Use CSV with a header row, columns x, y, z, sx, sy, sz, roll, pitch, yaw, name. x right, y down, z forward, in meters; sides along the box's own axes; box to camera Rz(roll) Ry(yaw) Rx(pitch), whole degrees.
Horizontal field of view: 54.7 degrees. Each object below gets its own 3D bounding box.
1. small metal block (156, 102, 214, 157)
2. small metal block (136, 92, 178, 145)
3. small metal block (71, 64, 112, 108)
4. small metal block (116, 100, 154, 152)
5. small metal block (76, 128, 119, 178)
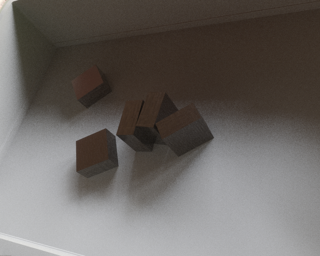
x,y,z,sx,sy,sz,roll,pitch,yaw,name
0.031,0.003,0.372,0.050,0.050,0.025,-30,52,9,small metal block
-0.001,-0.012,0.397,0.025,0.050,0.050,5,64,30,small metal block
-0.112,-0.069,0.507,0.050,0.025,0.050,-33,51,6,small metal block
-0.027,-0.002,0.405,0.025,0.050,0.050,-1,61,28,small metal block
-0.088,0.035,0.431,0.050,0.025,0.050,-22,53,14,small metal block
